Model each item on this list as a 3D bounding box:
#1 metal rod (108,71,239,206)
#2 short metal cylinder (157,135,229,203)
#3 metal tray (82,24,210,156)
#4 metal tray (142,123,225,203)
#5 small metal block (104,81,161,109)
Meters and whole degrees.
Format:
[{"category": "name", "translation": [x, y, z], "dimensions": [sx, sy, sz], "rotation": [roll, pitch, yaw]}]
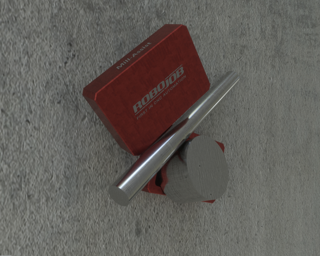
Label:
[{"category": "metal rod", "translation": [0.039, -0.008, 0.402], "dimensions": [0.302, 0.025, 0.025], "rotation": [-43, 117, -44]}, {"category": "short metal cylinder", "translation": [0.043, 0.054, 0.397], "dimensions": [0.080, 0.050, 0.080], "rotation": [19, 62, -39]}, {"category": "metal tray", "translation": [-0.008, -0.044, 0.347], "dimensions": [0.130, 0.030, 0.090], "rotation": [-43, 127, -18]}, {"category": "metal tray", "translation": [0.032, 0.051, 0.430], "dimensions": [0.131, 0.030, 0.090], "rotation": [20, 78, -39]}, {"category": "small metal block", "translation": [-0.033, -0.036, 0.363], "dimensions": [0.050, 0.050, 0.025], "rotation": [12, 82, -40]}]
